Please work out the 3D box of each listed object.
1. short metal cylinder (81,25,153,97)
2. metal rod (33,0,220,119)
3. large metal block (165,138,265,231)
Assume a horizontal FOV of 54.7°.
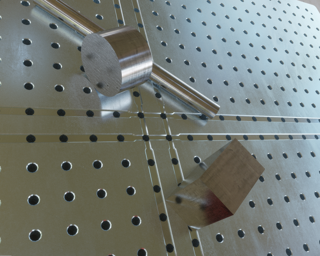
[{"bbox_3d":[-0.056,-0.086,0.396,0.050,0.080,0.080,-30,79,-38],"label":"short metal cylinder"},{"bbox_3d":[-0.043,-0.103,0.449,0.301,0.025,0.025,32,51,-8],"label":"metal rod"},{"bbox_3d":[0.064,0.068,0.368,0.050,0.080,0.080,48,51,4],"label":"large metal block"}]
